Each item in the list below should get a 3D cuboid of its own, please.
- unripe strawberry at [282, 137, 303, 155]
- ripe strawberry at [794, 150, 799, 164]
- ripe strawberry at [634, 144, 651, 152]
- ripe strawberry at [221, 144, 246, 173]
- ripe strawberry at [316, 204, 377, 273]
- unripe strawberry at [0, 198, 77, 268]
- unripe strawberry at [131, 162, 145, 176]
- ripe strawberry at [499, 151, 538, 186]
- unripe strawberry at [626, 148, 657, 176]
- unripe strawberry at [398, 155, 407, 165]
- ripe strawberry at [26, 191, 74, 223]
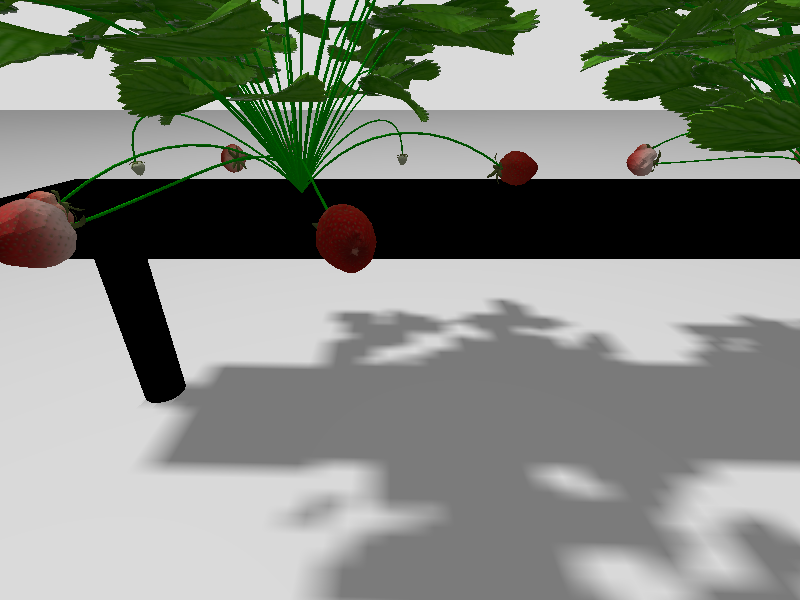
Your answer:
[{"bbox_3d":[-0.140,-0.196,0.521,0.027,0.028,0.029,-7,16,-14],"label":"unripe strawberry"},{"bbox_3d":[0.497,-0.179,0.488,0.025,0.027,0.027,20,32,34],"label":"ripe strawberry"},{"bbox_3d":[0.297,-0.180,0.492,0.019,0.022,0.021,-10,3,-19],"label":"ripe strawberry"},{"bbox_3d":[-0.180,-0.153,0.431,0.025,0.029,0.027,-23,34,-37],"label":"ripe strawberry"},{"bbox_3d":[-0.024,-0.027,0.180,0.027,0.031,0.030,-9,29,-17],"label":"ripe strawberry"},{"bbox_3d":[-0.175,-0.030,0.188,0.032,0.033,0.034,14,31,25],"label":"unripe strawberry"},{"bbox_3d":[-0.244,-0.123,0.375,0.011,0.012,0.011,6,28,12],"label":"unripe strawberry"},{"bbox_3d":[0.106,-0.119,0.361,0.035,0.030,0.035,-3,27,-7],"label":"ripe strawberry"},{"bbox_3d":[0.248,-0.142,0.412,0.026,0.027,0.024,17,32,31],"label":"unripe strawberry"},{"bbox_3d":[0.003,-0.158,0.453,0.010,0.011,0.011,18,32,31],"label":"unripe strawberry"},{"bbox_3d":[-0.207,-0.049,0.233,0.022,0.023,0.025,25,-26,39],"label":"ripe strawberry"}]
